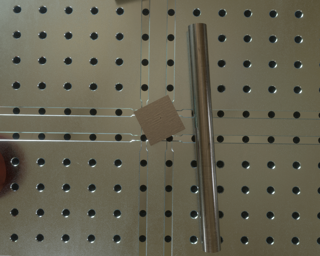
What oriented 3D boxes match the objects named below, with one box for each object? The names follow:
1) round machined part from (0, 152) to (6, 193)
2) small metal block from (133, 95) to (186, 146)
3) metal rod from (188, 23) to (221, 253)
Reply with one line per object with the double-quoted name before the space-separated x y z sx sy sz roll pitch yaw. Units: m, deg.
"round machined part" -0.249 0.057 0.403 0.099 0.042 0.097 0 90 0
"small metal block" -0.001 -0.010 0.413 0.050 0.025 0.050 -27 90 0
"metal rod" 0.059 0.013 0.413 0.025 0.025 0.298 -4 90 0
